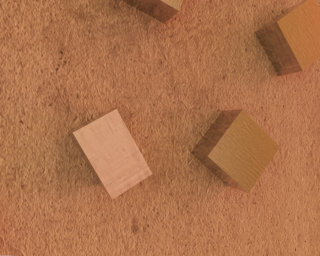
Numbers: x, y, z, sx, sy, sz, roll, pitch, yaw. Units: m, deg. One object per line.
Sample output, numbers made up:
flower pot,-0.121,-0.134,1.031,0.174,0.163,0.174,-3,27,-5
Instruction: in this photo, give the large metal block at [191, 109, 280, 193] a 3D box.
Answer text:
large metal block,0.105,0.031,0.434,0.080,0.050,0.080,42,77,-15

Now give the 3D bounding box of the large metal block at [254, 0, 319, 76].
large metal block,0.206,-0.137,0.471,0.080,0.050,0.080,-37,102,-16

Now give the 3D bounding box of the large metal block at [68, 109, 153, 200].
large metal block,-0.061,0.027,0.357,0.050,0.080,0.080,-31,100,-17

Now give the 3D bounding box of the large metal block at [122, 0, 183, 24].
large metal block,-0.006,-0.194,0.393,0.080,0.050,0.080,23,83,-19
